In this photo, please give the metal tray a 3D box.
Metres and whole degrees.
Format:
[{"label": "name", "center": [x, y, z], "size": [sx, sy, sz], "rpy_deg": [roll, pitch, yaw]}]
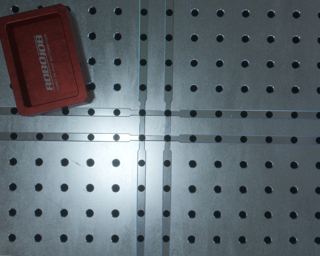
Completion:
[{"label": "metal tray", "center": [-0.150, -0.087, 0.408], "size": [0.091, 0.030, 0.129], "rpy_deg": [-13, 90, -1]}]
